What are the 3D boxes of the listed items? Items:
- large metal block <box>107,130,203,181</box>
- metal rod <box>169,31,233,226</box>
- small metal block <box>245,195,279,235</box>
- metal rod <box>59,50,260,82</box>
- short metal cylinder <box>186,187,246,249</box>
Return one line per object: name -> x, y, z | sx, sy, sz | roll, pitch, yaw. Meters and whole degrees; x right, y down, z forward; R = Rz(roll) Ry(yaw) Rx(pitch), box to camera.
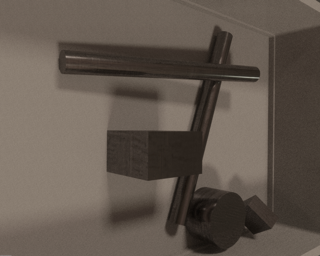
large metal block -> -0.007, 0.028, 0.367 | 0.081, 0.080, 0.050 | 1, 90, -40
metal rod -> 0.064, -0.008, 0.462 | 0.025, 0.025, 0.299 | 26, 74, -38
small metal block -> 0.157, 0.144, 0.513 | 0.050, 0.050, 0.025 | 46, 56, 8
metal rod -> 0.024, -0.077, 0.407 | 0.303, 0.025, 0.025 | -4, 93, -34
short metal cylinder -> 0.083, 0.132, 0.463 | 0.081, 0.050, 0.079 | 0, 90, -40
